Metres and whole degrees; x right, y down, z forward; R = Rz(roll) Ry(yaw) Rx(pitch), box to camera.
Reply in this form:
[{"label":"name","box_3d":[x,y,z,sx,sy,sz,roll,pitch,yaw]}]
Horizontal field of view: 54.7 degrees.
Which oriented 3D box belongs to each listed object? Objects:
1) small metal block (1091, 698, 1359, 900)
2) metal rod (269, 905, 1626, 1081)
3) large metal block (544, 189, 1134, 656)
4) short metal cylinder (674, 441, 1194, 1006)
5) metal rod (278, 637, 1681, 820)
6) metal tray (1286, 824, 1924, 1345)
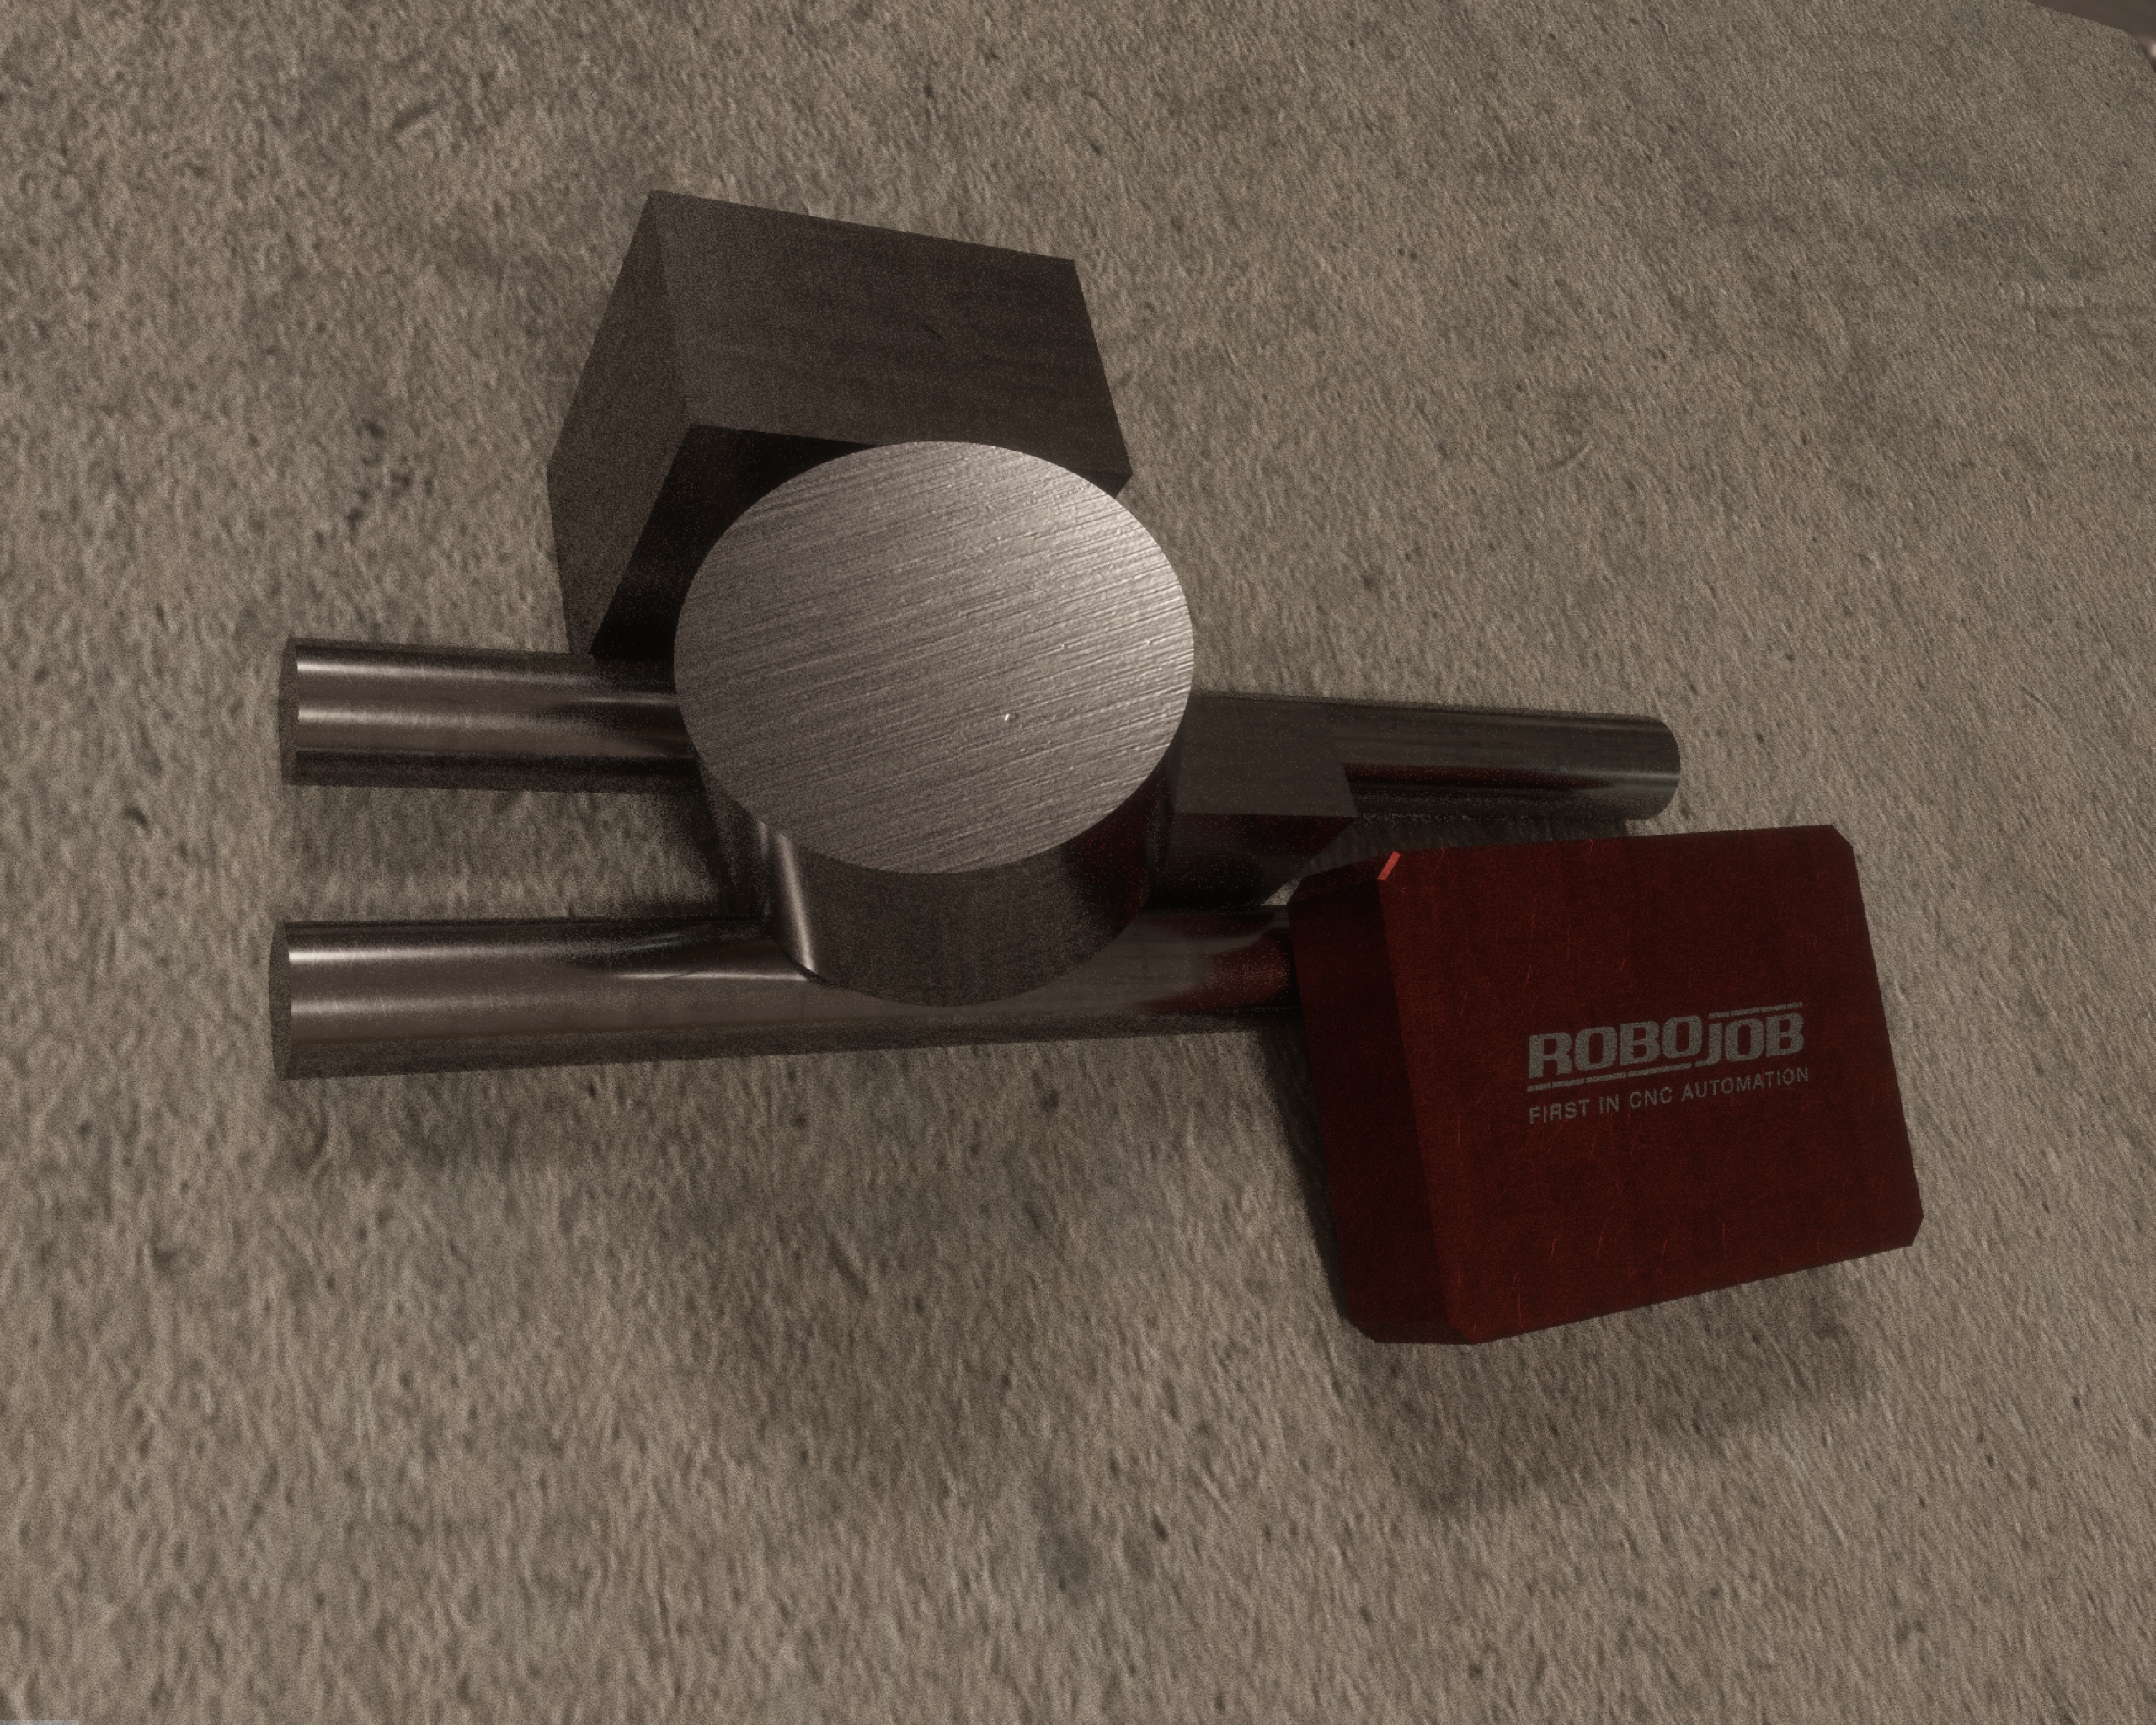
[{"label":"small metal block","box_3d":[0.017,-0.008,0.404,0.050,0.050,0.025,1,62,-28]},{"label":"metal rod","box_3d":[0.008,0.021,0.399,0.303,0.025,0.025,0,62,-29]},{"label":"large metal block","box_3d":[-0.048,-0.072,0.390,0.081,0.080,0.050,1,62,-28]},{"label":"short metal cylinder","box_3d":[-0.023,-0.023,0.346,0.081,0.050,0.080,1,63,-1]},{"label":"metal rod","box_3d":[0.001,-0.024,0.422,0.303,0.025,0.025,1,62,-28]},{"label":"metal tray","box_3d":[0.109,0.041,0.419,0.131,0.030,0.090,-3,81,-31]}]
